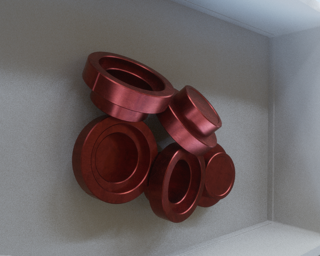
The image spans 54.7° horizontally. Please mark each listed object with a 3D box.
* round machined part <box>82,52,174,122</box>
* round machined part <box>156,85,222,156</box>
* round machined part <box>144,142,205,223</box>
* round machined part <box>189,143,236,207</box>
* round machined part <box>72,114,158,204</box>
[{"bbox_3d":[-0.037,-0.042,0.340,0.099,0.098,0.042,3,124,-40],"label":"round machined part"},{"bbox_3d":[0.041,-0.016,0.394,0.098,0.042,0.098,39,25,-22],"label":"round machined part"},{"bbox_3d":[0.016,0.066,0.393,0.099,0.042,0.097,-13,107,-52],"label":"round machined part"},{"bbox_3d":[0.074,0.068,0.458,0.099,0.042,0.097,0,90,-40],"label":"round machined part"},{"bbox_3d":[-0.053,0.033,0.349,0.099,0.042,0.097,0,90,-40],"label":"round machined part"}]
